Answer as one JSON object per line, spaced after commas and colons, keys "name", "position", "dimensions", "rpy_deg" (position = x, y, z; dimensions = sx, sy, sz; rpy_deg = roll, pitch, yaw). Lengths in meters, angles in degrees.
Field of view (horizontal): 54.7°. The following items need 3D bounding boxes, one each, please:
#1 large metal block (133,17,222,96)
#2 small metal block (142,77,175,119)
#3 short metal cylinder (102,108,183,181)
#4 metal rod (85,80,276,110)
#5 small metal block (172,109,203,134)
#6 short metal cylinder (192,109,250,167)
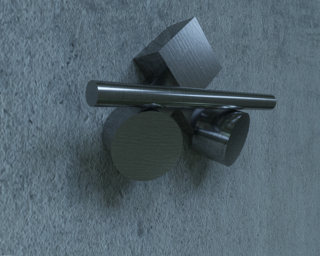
{"name": "large metal block", "position": [0.026, -0.085, 0.408], "dimensions": [0.080, 0.050, 0.080], "rpy_deg": [-50, 120, -28]}
{"name": "small metal block", "position": [-0.012, -0.029, 0.396], "dimensions": [0.050, 0.025, 0.050], "rpy_deg": [-51, 120, -29]}
{"name": "short metal cylinder", "position": [-0.021, 0.013, 0.353], "dimensions": [0.081, 0.050, 0.079], "rpy_deg": [-6, 109, -19]}
{"name": "metal rod", "position": [0.053, -0.036, 0.383], "dimensions": [0.302, 0.025, 0.025], "rpy_deg": [-2, 92, -40]}
{"name": "small metal block", "position": [0.044, -0.027, 0.442], "dimensions": [0.050, 0.025, 0.050], "rpy_deg": [-51, 120, -28]}
{"name": "short metal cylinder", "position": [0.089, 0.009, 0.446], "dimensions": [0.081, 0.050, 0.079], "rpy_deg": [-36, 137, -43]}
